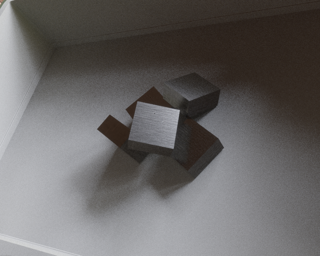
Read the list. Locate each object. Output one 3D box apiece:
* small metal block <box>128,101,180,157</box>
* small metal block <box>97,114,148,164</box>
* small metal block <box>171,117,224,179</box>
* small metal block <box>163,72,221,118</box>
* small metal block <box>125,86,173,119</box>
[{"bbox_3d":[-0.007,0.001,0.359,0.050,0.025,0.050,12,63,-3],"label":"small metal block"},{"bbox_3d":[-0.045,0.015,0.400,0.050,0.050,0.025,33,80,38],"label":"small metal block"},{"bbox_3d":[0.038,0.023,0.368,0.050,0.025,0.050,-46,52,-4],"label":"small metal block"},{"bbox_3d":[0.040,-0.043,0.394,0.050,0.025,0.050,-22,45,-28],"label":"small metal block"},{"bbox_3d":[-0.011,-0.021,0.419,0.050,0.025,0.050,-39,51,1],"label":"small metal block"}]
